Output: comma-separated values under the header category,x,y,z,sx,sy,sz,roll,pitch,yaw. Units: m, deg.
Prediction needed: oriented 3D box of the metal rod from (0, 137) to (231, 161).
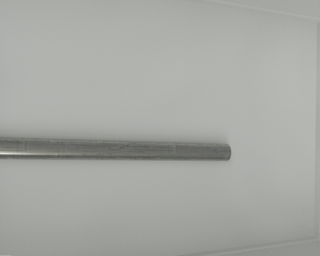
category,x,y,z,sx,sy,sz,roll,pitch,yaw
metal rod,-0.046,0.029,0.393,0.302,0.025,0.025,3,89,-20
